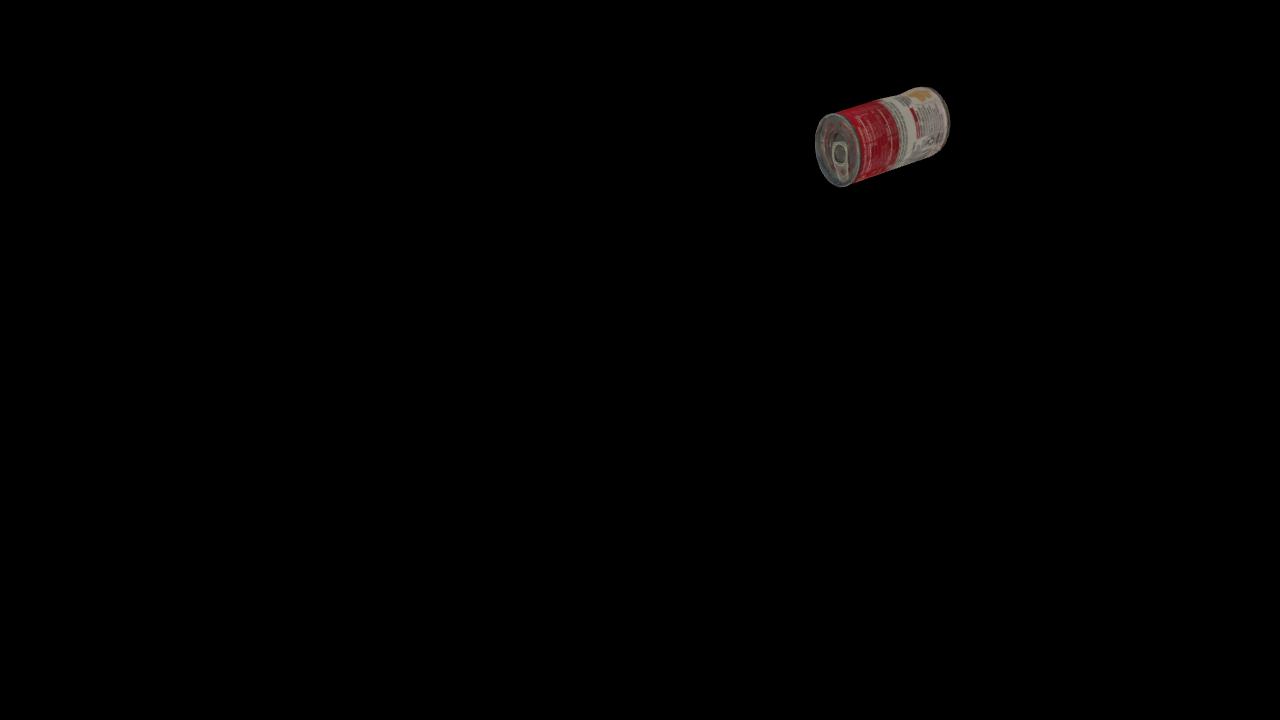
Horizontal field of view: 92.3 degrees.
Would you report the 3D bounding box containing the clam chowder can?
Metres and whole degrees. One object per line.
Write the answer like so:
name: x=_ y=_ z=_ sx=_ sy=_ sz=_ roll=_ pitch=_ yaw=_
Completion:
clam chowder can: x=0.227 y=-0.210 z=0.579 sx=0.102 sy=0.068 sz=0.068 roll=-21 pitch=4 yaw=-11
